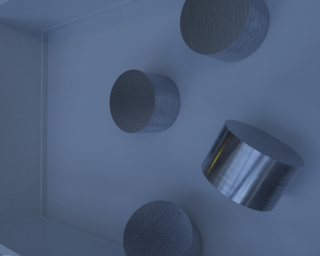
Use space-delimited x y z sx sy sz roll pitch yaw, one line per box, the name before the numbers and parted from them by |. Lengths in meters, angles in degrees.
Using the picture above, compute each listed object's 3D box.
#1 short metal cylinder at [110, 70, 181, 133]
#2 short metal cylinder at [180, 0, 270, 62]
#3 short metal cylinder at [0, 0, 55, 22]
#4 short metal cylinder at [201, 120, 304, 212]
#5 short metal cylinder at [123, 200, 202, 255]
short metal cylinder | -0.020 -0.033 0.407 0.080 0.050 0.080 0 90 40
short metal cylinder | 0.069 -0.115 0.334 0.080 0.050 0.080 0 90 40
short metal cylinder | -0.247 -0.245 0.578 0.050 0.081 0.080 -9 84 40
short metal cylinder | 0.087 0.034 0.299 0.080 0.081 0.050 39 114 33
short metal cylinder | 0.004 0.132 0.363 0.080 0.050 0.080 -10 55 15
